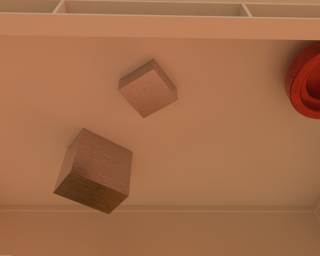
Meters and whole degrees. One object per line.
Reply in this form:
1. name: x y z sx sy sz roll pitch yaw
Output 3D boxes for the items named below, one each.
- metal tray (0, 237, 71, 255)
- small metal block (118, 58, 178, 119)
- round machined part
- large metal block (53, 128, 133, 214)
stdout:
1. metal tray: -0.251 0.259 0.625 0.131 0.030 0.089 2 130 -3
2. small metal block: -0.014 -0.046 0.370 0.050 0.025 0.050 -27 125 21
3. round machined part: 0.191 -0.060 0.350 0.099 0.042 0.097 -1 130 0
4. large metal block: -0.087 0.058 0.421 0.080 0.080 0.050 29 124 -23
